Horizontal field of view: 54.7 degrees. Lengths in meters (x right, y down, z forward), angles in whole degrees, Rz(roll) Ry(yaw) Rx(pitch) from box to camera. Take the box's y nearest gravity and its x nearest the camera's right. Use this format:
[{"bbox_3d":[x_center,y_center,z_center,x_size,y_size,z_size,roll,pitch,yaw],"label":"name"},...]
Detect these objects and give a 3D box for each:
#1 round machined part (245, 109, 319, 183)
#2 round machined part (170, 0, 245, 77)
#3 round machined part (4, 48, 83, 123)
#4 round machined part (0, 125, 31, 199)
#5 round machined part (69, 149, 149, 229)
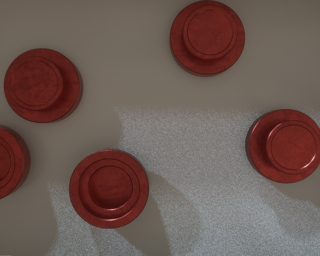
[{"bbox_3d":[0.166,0.024,0.404,0.099,0.042,0.097,0,90,0],"label":"round machined part"},{"bbox_3d":[0.062,-0.118,0.403,0.099,0.042,0.097,0,90,0],"label":"round machined part"},{"bbox_3d":[-0.154,-0.055,0.402,0.099,0.042,0.097,0,90,0],"label":"round machined part"},{"bbox_3d":[-0.216,0.043,0.401,0.099,0.042,0.097,0,90,0],"label":"round machined part"},{"bbox_3d":[-0.063,0.076,0.402,0.099,0.042,0.097,0,90,0],"label":"round machined part"}]
